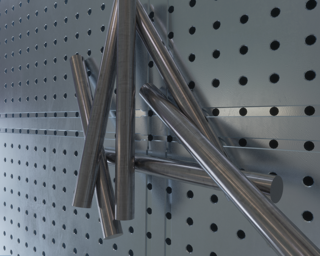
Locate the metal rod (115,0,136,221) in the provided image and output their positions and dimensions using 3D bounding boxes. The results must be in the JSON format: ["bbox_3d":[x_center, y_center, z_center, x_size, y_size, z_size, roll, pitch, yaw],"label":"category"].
[{"bbox_3d":[-0.045,-0.034,0.403,0.025,0.025,0.299,-3,85,40],"label":"metal rod"}]

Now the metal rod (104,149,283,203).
[{"bbox_3d":[0.002,0.049,0.387,0.300,0.025,0.025,3,92,46],"label":"metal rod"}]

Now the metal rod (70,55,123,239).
[{"bbox_3d":[-0.100,0.011,0.462,0.025,0.025,0.299,-37,58,34],"label":"metal rod"}]

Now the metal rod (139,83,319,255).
[{"bbox_3d":[0.048,0.027,0.312,0.300,0.025,0.025,50,121,48],"label":"metal rod"}]

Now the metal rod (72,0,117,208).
[{"bbox_3d":[-0.079,-0.043,0.431,0.025,0.025,0.299,0,76,40],"label":"metal rod"}]

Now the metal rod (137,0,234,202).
[{"bbox_3d":[0.023,-0.051,0.391,0.025,0.025,0.299,-40,66,33],"label":"metal rod"}]
